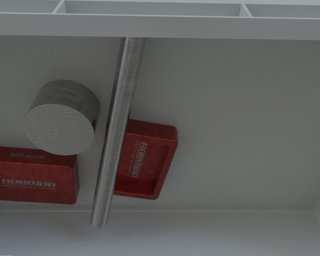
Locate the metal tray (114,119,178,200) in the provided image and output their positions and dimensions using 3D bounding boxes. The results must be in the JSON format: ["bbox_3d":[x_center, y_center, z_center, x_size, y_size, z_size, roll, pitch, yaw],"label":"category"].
[{"bbox_3d":[-0.034,0.049,0.446,0.091,0.030,0.129,10,130,-9],"label":"metal tray"}]

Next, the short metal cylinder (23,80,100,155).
[{"bbox_3d":[-0.118,-0.012,0.381,0.081,0.050,0.079,0,130,0],"label":"short metal cylinder"}]

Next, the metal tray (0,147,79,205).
[{"bbox_3d":[-0.192,0.073,0.465,0.131,0.030,0.089,5,130,-5],"label":"metal tray"}]

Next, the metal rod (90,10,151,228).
[{"bbox_3d":[-0.055,0.012,0.378,0.025,0.025,0.298,10,120,-9],"label":"metal rod"}]
